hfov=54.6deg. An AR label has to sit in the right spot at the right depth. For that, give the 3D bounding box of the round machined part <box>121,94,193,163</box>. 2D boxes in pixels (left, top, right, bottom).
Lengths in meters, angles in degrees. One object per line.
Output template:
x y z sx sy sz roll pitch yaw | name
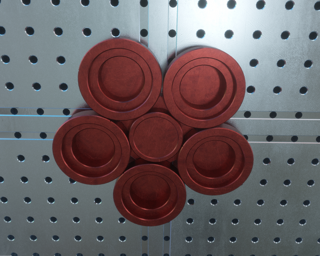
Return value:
-0.005 0.006 0.406 0.099 0.042 0.097 0 110 0 | round machined part

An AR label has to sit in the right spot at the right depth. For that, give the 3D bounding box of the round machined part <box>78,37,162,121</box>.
-0.047 -0.062 0.381 0.099 0.042 0.097 0 110 0 | round machined part

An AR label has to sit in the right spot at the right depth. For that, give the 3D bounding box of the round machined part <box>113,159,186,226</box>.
-0.014 0.085 0.435 0.099 0.042 0.097 0 110 0 | round machined part

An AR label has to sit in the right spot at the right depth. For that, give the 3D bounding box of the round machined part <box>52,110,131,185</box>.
-0.087 0.023 0.411 0.099 0.042 0.097 0 110 0 | round machined part

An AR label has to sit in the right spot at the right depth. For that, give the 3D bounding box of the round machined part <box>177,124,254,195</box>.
0.071 0.038 0.419 0.099 0.042 0.097 0 110 0 | round machined part

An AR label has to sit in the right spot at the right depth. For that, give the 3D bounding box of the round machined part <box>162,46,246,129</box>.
0.052 -0.052 0.385 0.099 0.042 0.097 0 110 0 | round machined part
